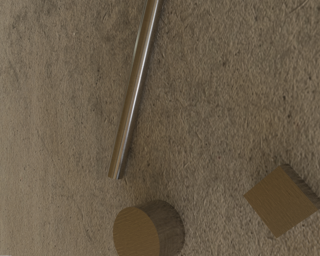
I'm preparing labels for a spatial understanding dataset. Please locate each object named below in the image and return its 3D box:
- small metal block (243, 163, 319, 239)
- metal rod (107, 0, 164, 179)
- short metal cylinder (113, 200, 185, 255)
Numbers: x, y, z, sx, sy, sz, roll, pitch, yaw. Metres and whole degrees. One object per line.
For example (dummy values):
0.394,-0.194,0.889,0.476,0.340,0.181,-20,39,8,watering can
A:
0.121,0.071,0.305,0.050,0.025,0.050,-50,61,28,small metal block
-0.032,-0.071,0.431,0.025,0.025,0.298,23,104,38,metal rod
-0.015,0.138,0.401,0.080,0.050,0.079,0,90,40,short metal cylinder
